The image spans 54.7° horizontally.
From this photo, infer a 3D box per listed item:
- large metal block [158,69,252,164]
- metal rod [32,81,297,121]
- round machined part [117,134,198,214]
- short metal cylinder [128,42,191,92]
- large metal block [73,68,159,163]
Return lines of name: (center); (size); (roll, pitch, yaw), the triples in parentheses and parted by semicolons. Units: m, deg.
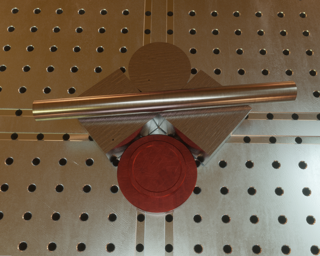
large metal block: (0.055, -0.013, 0.397); (0.080, 0.050, 0.080); (40, 76, 13)
metal rod: (0.007, -0.032, 0.364); (0.302, 0.025, 0.025); (-5, 70, -1)
round machined part: (-0.003, 0.053, 0.379); (0.099, 0.042, 0.098); (0, 70, 0)
short metal cylinder: (0.000, -0.068, 0.419); (0.081, 0.050, 0.080); (0, 70, 0)
large metal block: (-0.058, -0.015, 0.399); (0.080, 0.050, 0.080); (-38, 76, -13)
